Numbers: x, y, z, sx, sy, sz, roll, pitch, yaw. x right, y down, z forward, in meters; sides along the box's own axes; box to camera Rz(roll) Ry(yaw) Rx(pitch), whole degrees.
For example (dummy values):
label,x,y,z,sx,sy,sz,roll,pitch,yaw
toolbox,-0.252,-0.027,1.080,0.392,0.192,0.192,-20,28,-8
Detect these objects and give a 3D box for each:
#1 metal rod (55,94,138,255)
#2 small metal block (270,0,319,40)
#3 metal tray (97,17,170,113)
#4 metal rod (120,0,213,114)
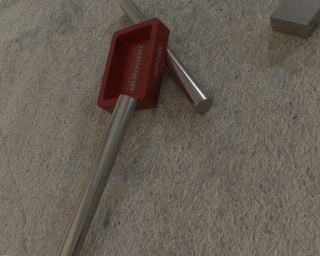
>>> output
label,x,y,z,sx,sy,sz,roll,pitch,yaw
metal rod,-0.089,0.100,0.363,0.025,0.025,0.299,11,75,32
small metal block,0.180,-0.147,0.400,0.050,0.025,0.050,32,79,37
metal tray,-0.039,-0.089,0.453,0.090,0.030,0.130,-5,67,36
metal rod,-0.003,-0.129,0.483,0.025,0.025,0.300,-34,52,5
